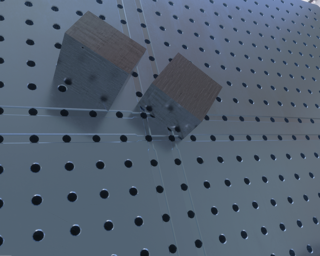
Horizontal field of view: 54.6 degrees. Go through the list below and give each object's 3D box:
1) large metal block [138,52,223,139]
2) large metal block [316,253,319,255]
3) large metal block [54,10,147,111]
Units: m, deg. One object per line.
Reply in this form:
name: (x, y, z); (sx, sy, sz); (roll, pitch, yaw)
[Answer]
large metal block: (0.029, -0.046, 0.435); (0.080, 0.050, 0.080); (38, 51, -3)
large metal block: (0.262, 0.197, 0.412); (0.081, 0.050, 0.080); (-12, 68, -33)
large metal block: (-0.075, -0.079, 0.380); (0.080, 0.080, 0.050); (32, 52, -8)
